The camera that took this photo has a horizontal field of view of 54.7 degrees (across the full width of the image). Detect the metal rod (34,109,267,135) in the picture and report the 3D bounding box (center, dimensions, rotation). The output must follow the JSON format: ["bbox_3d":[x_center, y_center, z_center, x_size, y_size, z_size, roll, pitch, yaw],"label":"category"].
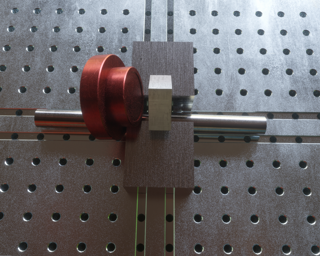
[{"bbox_3d":[-0.012,-0.008,0.414,0.302,0.025,0.025,2,70,0],"label":"metal rod"}]

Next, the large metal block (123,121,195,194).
[{"bbox_3d":[0.000,0.037,0.385,0.081,0.050,0.080,1,70,0],"label":"large metal block"}]

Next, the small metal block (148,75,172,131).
[{"bbox_3d":[0.000,-0.031,0.363,0.025,0.050,0.050,1,26,0],"label":"small metal block"}]

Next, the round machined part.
[{"bbox_3d":[-0.048,-0.035,0.355,0.042,0.098,0.098,-1,69,15],"label":"round machined part"}]

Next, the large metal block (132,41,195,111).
[{"bbox_3d":[0.004,-0.070,0.424,0.081,0.050,0.080,1,70,0],"label":"large metal block"}]
